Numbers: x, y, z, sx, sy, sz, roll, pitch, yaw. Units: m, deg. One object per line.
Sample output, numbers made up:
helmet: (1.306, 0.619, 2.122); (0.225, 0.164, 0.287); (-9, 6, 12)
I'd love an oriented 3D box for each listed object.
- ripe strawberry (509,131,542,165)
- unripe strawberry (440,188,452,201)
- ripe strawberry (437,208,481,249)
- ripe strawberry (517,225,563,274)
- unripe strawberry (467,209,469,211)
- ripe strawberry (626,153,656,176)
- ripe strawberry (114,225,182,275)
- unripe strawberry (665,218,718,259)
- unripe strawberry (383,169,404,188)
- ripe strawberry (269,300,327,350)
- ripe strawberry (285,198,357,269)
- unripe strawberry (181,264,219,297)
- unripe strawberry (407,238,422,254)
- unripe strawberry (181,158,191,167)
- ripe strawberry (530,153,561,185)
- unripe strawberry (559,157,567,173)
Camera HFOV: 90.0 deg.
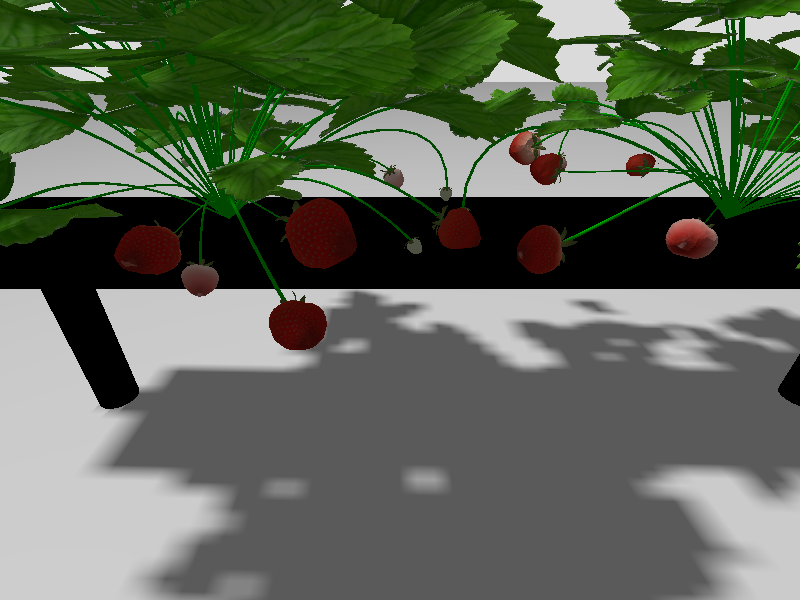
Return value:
ripe strawberry: (0.172, -0.211, 0.558); (0.042, 0.044, 0.046); (-15, 18, -23)
unripe strawberry: (0.042, -0.096, 0.366); (0.011, 0.011, 0.011); (-2, 30, -4)
ripe strawberry: (0.045, -0.050, 0.295); (0.032, 0.031, 0.029); (29, 35, 4)
ripe strawberry: (0.089, -0.032, 0.259); (0.030, 0.031, 0.027); (-16, 34, -24)
unripe strawberry: (0.054, -0.074, 0.346); (0.010, 0.010, 0.009); (-2, 30, -3)
ripe strawberry: (0.293, -0.166, 0.492); (0.032, 0.027, 0.032); (0, 30, -1)
ripe strawberry: (-0.159, -0.030, 0.252); (0.037, 0.033, 0.033); (1, 31, 2)
unripe strawberry: (0.203, -0.042, 0.280); (0.031, 0.026, 0.031); (-26, 39, -36)
unripe strawberry: (-0.006, -0.134, 0.445); (0.024, 0.021, 0.022); (36, -12, 45)
ripe strawberry: (-0.047, 0.012, 0.189); (0.027, 0.023, 0.027); (-16, 34, -25)
ripe strawberry: (-0.049, -0.042, 0.264); (0.048, 0.047, 0.045); (26, 39, 36)
unripe strawberry: (-0.118, -0.011, 0.236); (0.020, 0.020, 0.017); (-8, -32, -13)
unripe strawberry: (0.011, -0.038, 0.289); (0.012, 0.011, 0.010); (-33, 8, 38)
unripe strawberry: (-0.270, -0.174, 0.507); (0.011, 0.010, 0.010); (-18, 35, -28)
ripe strawberry: (0.167, -0.151, 0.459); (0.033, 0.034, 0.030); (25, 38, 37)
unripe strawberry: (0.202, -0.172, 0.512); (0.022, 0.022, 0.019); (-15, 33, -23)
